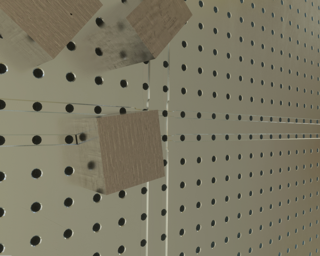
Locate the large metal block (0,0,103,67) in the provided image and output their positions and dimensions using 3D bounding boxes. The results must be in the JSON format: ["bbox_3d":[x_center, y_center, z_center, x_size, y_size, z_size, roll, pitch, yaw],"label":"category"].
[{"bbox_3d":[-0.117,-0.118,0.296,0.080,0.050,0.080,47,62,-30],"label":"large metal block"}]

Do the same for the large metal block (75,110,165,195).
[{"bbox_3d":[-0.045,0.024,0.357,0.081,0.050,0.079,-11,97,-40],"label":"large metal block"}]

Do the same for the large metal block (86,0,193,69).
[{"bbox_3d":[-0.024,-0.118,0.355,0.050,0.080,0.080,51,60,-28],"label":"large metal block"}]
